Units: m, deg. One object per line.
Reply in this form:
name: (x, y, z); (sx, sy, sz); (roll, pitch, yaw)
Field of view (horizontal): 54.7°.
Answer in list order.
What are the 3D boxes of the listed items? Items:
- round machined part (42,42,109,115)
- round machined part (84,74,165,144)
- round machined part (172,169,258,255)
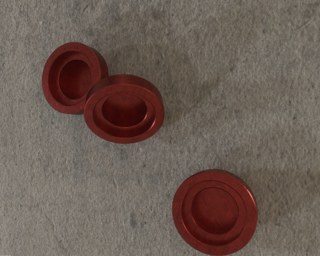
round machined part: (-0.113, -0.067, 0.436); (0.098, 0.042, 0.097); (-1, 87, 23)
round machined part: (-0.045, -0.028, 0.396); (0.098, 0.098, 0.042); (-26, 40, 18)
round machined part: (0.068, 0.098, 0.376); (0.098, 0.042, 0.097); (0, 90, 19)
